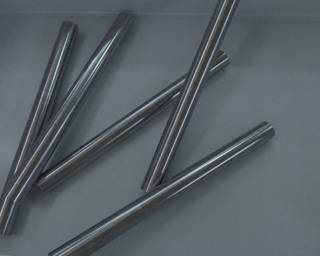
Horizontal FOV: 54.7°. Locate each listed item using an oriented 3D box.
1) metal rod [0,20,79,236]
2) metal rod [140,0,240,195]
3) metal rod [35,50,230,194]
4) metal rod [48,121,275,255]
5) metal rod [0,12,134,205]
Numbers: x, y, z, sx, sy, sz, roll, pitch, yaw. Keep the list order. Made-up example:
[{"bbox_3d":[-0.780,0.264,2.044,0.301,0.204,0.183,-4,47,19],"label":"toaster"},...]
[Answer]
[{"bbox_3d":[-0.161,-0.015,0.413,0.025,0.025,0.299,10,70,3],"label":"metal rod"},{"bbox_3d":[0.045,-0.060,0.385,0.025,0.025,0.299,23,89,8],"label":"metal rod"},{"bbox_3d":[-0.028,-0.015,0.414,0.301,0.025,0.025,-36,74,-12],"label":"metal rod"},{"bbox_3d":[0.016,0.072,0.366,0.302,0.025,0.025,-29,73,-17],"label":"metal rod"},{"bbox_3d":[-0.110,-0.042,0.411,0.025,0.025,0.300,22,67,8],"label":"metal rod"}]
